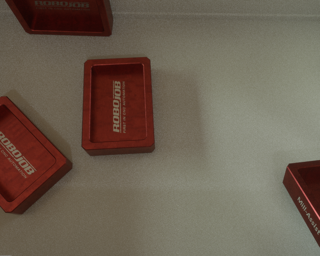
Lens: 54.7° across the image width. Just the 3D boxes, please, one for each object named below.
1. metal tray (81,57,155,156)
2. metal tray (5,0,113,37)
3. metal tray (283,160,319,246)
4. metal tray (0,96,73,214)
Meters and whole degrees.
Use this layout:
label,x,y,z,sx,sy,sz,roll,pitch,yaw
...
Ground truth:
label,x,y,z,sx,sy,sz,roll,pitch,yaw
metal tray,-0.055,-0.031,0.417,0.091,0.030,0.130,-3,70,-1
metal tray,-0.138,-0.170,0.436,0.131,0.090,0.030,2,70,0
metal tray,0.206,0.089,0.340,0.091,0.030,0.130,-6,37,-3
metal tray,-0.189,0.032,0.393,0.130,0.030,0.090,42,75,14
